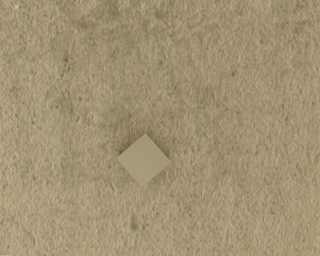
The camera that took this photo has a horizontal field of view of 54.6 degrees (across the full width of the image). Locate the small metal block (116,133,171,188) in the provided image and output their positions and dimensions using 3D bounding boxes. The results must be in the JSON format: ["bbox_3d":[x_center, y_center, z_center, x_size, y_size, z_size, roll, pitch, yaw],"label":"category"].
[{"bbox_3d":[-0.021,0.041,0.410,0.050,0.025,0.050,-41,90,0],"label":"small metal block"}]
